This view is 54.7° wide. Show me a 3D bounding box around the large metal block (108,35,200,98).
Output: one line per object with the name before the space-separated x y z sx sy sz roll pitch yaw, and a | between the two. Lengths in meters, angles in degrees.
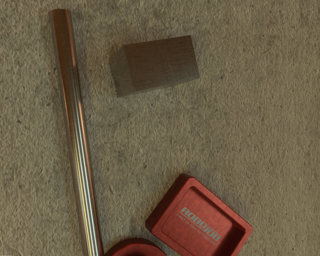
large metal block | -0.010 -0.072 0.377 0.081 0.080 0.050 -15 95 -20

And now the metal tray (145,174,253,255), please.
metal tray | 0.056 0.137 0.428 0.130 0.030 0.090 41 77 -16

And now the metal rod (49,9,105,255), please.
metal rod | -0.099 0.012 0.372 0.025 0.025 0.298 -8 93 -20

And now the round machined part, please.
round machined part | -0.029 0.195 0.390 0.099 0.042 0.097 0 90 -21
